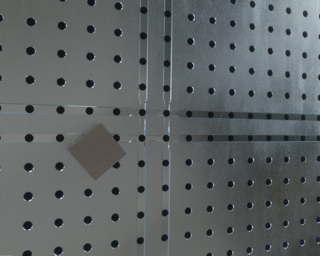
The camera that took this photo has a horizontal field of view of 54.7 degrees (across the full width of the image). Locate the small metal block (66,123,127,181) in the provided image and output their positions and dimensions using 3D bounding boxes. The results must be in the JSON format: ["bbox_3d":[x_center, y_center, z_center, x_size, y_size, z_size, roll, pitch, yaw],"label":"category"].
[{"bbox_3d":[-0.079,0.029,0.384,0.050,0.025,0.050,-41,103,-16],"label":"small metal block"}]
